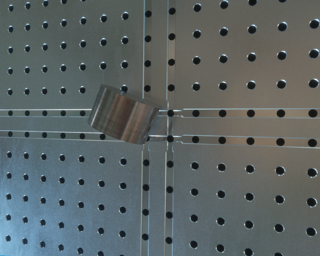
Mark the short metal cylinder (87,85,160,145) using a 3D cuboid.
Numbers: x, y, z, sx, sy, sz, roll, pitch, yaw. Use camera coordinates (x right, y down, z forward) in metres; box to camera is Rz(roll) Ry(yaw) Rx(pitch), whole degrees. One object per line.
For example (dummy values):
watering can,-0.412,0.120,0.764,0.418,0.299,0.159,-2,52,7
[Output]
short metal cylinder,-0.046,-0.018,0.400,0.080,0.080,0.050,25,99,18
